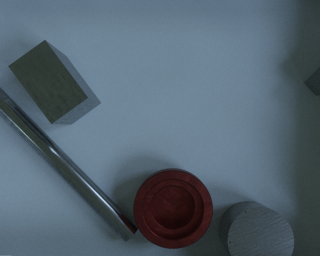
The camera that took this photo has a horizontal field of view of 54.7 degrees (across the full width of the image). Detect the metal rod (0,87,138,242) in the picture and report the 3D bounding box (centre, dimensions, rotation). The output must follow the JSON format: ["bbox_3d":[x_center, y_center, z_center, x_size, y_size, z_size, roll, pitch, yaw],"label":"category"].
[{"bbox_3d":[-0.143,0.034,0.409,0.025,0.025,0.300,-44,91,0],"label":"metal rod"}]

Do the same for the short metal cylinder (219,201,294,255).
[{"bbox_3d":[0.121,0.138,0.397,0.081,0.050,0.080,0,85,-1],"label":"short metal cylinder"}]

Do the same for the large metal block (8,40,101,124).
[{"bbox_3d":[-0.124,-0.051,0.382,0.050,0.080,0.080,-36,90,0],"label":"large metal block"}]

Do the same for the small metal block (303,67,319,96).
[{"bbox_3d":[0.225,-0.071,0.402,0.050,0.050,0.025,-45,90,0],"label":"small metal block"}]

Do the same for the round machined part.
[{"bbox_3d":[0.016,0.101,0.403,0.099,0.042,0.097,0,90,-1],"label":"round machined part"}]
